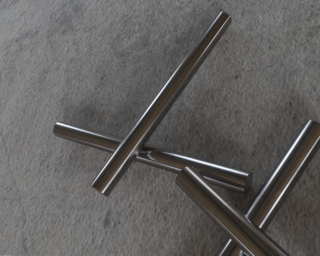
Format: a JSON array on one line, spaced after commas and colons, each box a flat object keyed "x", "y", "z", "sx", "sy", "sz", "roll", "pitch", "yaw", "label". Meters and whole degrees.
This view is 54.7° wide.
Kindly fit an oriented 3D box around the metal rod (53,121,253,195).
[{"x": -0.032, "y": 0.030, "z": 0.400, "sx": 0.300, "sy": 0.025, "sz": 0.025, "roll": 13, "pitch": 68, "yaw": 33, "label": "metal rod"}]

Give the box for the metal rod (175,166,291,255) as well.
[{"x": 0.114, "y": 0.127, "z": 0.232, "sx": 0.025, "sy": 0.025, "sz": 0.300, "roll": -46, "pitch": 52, "yaw": -4, "label": "metal rod"}]

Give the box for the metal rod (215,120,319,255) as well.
[{"x": 0.071, "y": 0.117, "z": 0.294, "sx": 0.025, "sy": 0.025, "sz": 0.300, "roll": 30, "pitch": 78, "yaw": 37, "label": "metal rod"}]

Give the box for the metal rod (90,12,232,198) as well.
[{"x": 0.012, "y": -0.044, "z": 0.401, "sx": 0.025, "sy": 0.025, "sz": 0.300, "roll": 20, "pitch": 66, "yaw": 35, "label": "metal rod"}]
